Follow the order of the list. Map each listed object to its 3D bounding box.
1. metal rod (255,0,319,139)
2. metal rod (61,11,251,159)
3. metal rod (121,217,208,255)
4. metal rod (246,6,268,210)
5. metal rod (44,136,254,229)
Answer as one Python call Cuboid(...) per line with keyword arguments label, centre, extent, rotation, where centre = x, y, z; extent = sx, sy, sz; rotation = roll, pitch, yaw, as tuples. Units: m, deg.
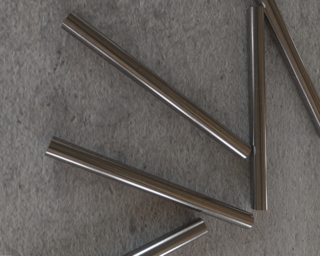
Cuboid(label="metal rod", centre=(0.205, -0.114, 0.486), extent=(0.025, 0.025, 0.299), rotation=(-33, 101, -17))
Cuboid(label="metal rod", centre=(0.007, -0.047, 0.412), extent=(0.301, 0.025, 0.025), rotation=(35, 79, -17))
Cuboid(label="metal rod", centre=(-0.074, 0.186, 0.382), extent=(0.302, 0.025, 0.025), rotation=(-20, 97, -19))
Cuboid(label="metal rod", centre=(0.146, -0.028, 0.464), extent=(0.025, 0.025, 0.298), rotation=(-2, 91, -20))
Cuboid(label="metal rod", centre=(0.000, 0.079, 0.410), extent=(0.302, 0.025, 0.025), rotation=(24, 82, -19))
